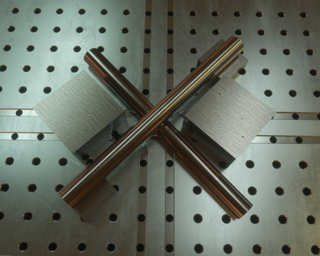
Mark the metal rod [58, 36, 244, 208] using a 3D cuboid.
[{"bbox_3d":[-0.001,-0.017,0.391,0.301,0.025,0.025,-43,76,-14],"label":"metal rod"}]

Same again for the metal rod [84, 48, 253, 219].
[{"bbox_3d":[0.002,-0.002,0.411,0.025,0.025,0.300,-41,75,-13],"label":"metal rod"}]

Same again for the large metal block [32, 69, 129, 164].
[{"bbox_3d":[-0.100,-0.014,0.403,0.080,0.050,0.080,-41,75,-14],"label":"large metal block"}]

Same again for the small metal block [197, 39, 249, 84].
[{"bbox_3d":[0.089,-0.092,0.446,0.050,0.025,0.050,-42,76,-14],"label":"small metal block"}]

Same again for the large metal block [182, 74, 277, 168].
[{"bbox_3d":[0.087,-0.009,0.402,0.080,0.050,0.080,41,75,13],"label":"large metal block"}]

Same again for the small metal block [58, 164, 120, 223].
[{"bbox_3d":[-0.086,0.080,0.382,0.050,0.025,0.050,43,75,14],"label":"small metal block"}]
